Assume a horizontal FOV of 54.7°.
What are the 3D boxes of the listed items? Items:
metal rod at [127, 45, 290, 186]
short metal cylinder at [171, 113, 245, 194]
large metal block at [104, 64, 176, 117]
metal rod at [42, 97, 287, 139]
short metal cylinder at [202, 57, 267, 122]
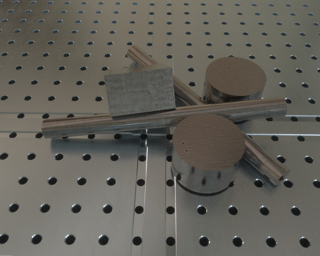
[{"bbox_3d":[0.049,-0.033,0.432,0.025,0.025,0.300,-31,57,-23],"label":"metal rod"},{"bbox_3d":[0.054,0.029,0.363,0.081,0.050,0.080,0,50,0],"label":"short metal cylinder"},{"bbox_3d":[-0.028,-0.053,0.407,0.081,0.050,0.080,-8,16,-6],"label":"large metal block"},{"bbox_3d":[0.003,-0.012,0.391,0.302,0.025,0.025,-5,50,3],"label":"metal rod"},{"bbox_3d":[0.102,-0.055,0.434,0.081,0.050,0.080,0,50,0],"label":"short metal cylinder"}]
